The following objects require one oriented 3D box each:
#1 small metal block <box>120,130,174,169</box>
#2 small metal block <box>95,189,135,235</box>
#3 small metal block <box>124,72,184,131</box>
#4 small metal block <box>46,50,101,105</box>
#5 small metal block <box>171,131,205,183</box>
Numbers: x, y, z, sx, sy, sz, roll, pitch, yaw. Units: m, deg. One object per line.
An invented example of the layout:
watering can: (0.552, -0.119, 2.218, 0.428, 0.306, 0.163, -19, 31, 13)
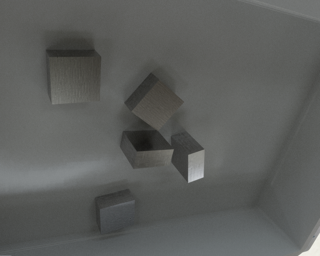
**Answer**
small metal block: (-0.018, 0.026, 0.400, 0.050, 0.050, 0.025, -1, 119, -28)
small metal block: (-0.065, 0.121, 0.450, 0.050, 0.025, 0.050, -10, 123, -23)
small metal block: (-0.007, -0.032, 0.387, 0.050, 0.025, 0.050, -48, 129, 5)
small metal block: (-0.091, -0.054, 0.326, 0.050, 0.025, 0.050, -7, 122, -25)
small metal block: (0.039, 0.041, 0.441, 0.025, 0.050, 0.050, -16, 125, -20)
